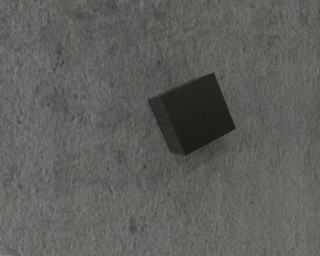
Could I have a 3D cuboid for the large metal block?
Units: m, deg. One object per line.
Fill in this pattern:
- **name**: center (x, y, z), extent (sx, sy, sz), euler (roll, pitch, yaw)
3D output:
- **large metal block**: center (0.042, -0.019, 0.412), extent (0.081, 0.050, 0.080), euler (-26, 99, -18)
